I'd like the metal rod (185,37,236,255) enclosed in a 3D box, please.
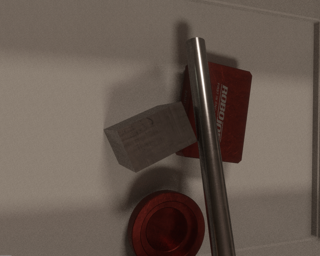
[{"bbox_3d":[0.058,0.035,0.353,0.025,0.025,0.299,1,73,-20],"label":"metal rod"}]

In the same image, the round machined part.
[{"bbox_3d":[0.005,0.130,0.404,0.099,0.042,0.097,1,88,-21],"label":"round machined part"}]

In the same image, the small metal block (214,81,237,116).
[{"bbox_3d":[0.080,-0.042,0.442,0.050,0.025,0.050,14,85,-20],"label":"small metal block"}]

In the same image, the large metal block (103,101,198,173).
[{"bbox_3d":[-0.015,0.009,0.377,0.081,0.080,0.050,-25,99,-19],"label":"large metal block"}]

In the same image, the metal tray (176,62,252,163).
[{"bbox_3d":[0.074,-0.021,0.429,0.091,0.030,0.129,9,87,-20],"label":"metal tray"}]
